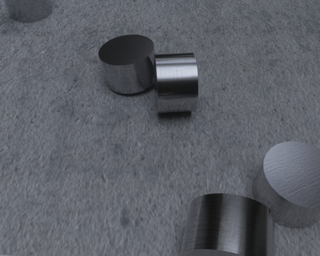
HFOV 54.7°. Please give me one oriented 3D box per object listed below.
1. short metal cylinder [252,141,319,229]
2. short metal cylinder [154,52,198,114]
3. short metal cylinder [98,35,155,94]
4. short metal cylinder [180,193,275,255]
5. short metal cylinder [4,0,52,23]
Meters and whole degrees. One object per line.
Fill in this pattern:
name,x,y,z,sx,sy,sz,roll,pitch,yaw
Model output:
short metal cylinder,0.147,0.061,0.337,0.081,0.050,0.080,0,50,0
short metal cylinder,0.019,-0.061,0.419,0.050,0.080,0.080,-4,50,-4
short metal cylinder,-0.045,-0.096,0.460,0.080,0.050,0.080,-4,46,5
short metal cylinder,0.062,0.102,0.283,0.080,0.080,0.050,10,51,8
short metal cylinder,-0.253,-0.245,0.590,0.081,0.050,0.080,0,50,0
